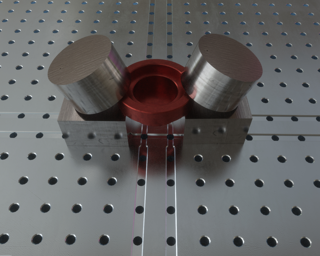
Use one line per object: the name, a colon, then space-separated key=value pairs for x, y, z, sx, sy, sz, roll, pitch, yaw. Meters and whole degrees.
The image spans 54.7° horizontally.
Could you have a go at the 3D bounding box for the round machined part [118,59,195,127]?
round machined part: x=-0.005 y=-0.041 z=0.392 sx=0.099 sy=0.042 sz=0.098 roll=0 pitch=50 yaw=0

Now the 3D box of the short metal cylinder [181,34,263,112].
short metal cylinder: x=0.071 y=-0.065 z=0.365 sx=0.081 sy=0.050 sz=0.080 roll=13 pitch=48 yaw=-15

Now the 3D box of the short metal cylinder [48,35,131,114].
short metal cylinder: x=-0.081 y=-0.063 z=0.362 sx=0.080 sy=0.050 sz=0.080 roll=-13 pitch=49 yaw=16

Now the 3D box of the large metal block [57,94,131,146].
large metal block: x=-0.080 y=-0.023 z=0.410 sx=0.080 sy=0.050 sz=0.080 roll=1 pitch=50 yaw=0

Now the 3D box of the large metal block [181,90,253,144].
large metal block: x=0.070 y=-0.026 z=0.413 sx=0.081 sy=0.050 sz=0.080 roll=-1 pitch=50 yaw=-1
